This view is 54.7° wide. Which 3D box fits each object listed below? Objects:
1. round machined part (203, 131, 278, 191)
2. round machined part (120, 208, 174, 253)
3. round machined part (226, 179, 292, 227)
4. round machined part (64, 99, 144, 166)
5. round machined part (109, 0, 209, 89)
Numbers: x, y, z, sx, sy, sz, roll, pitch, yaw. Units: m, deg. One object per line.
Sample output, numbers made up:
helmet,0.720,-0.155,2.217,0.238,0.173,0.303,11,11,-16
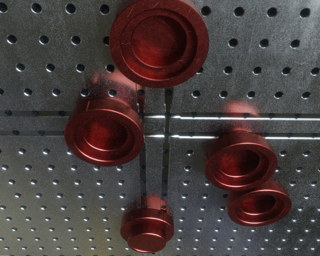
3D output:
round machined part,0.110,0.042,0.439,0.099,0.042,0.097,-1,130,0
round machined part,-0.023,0.192,0.564,0.099,0.042,0.097,0,130,0
round machined part,0.156,0.115,0.501,0.099,0.042,0.097,-1,130,0
round machined part,-0.069,0.002,0.401,0.099,0.042,0.097,-1,130,0
round machined part,-0.001,-0.093,0.321,0.099,0.042,0.097,-1,130,0
